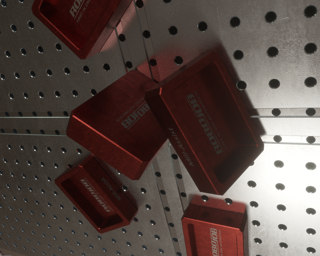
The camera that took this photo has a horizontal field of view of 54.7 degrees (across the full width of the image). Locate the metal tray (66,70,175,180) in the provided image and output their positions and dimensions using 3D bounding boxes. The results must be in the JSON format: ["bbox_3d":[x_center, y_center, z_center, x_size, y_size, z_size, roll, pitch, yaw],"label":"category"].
[{"bbox_3d":[-0.028,-0.011,0.350,0.090,0.131,0.030,33,129,6],"label":"metal tray"}]

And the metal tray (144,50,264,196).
[{"bbox_3d":[0.053,-0.005,0.334,0.030,0.090,0.130,-7,118,57],"label":"metal tray"}]

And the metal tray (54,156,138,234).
[{"bbox_3d":[-0.111,0.119,0.537,0.090,0.030,0.130,-30,102,37],"label":"metal tray"}]

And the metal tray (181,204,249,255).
[{"bbox_3d":[0.086,0.182,0.474,0.090,0.030,0.129,4,121,25],"label":"metal tray"}]

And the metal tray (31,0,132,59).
[{"bbox_3d":[-0.086,-0.155,0.355,0.090,0.030,0.129,44,129,-3],"label":"metal tray"}]
